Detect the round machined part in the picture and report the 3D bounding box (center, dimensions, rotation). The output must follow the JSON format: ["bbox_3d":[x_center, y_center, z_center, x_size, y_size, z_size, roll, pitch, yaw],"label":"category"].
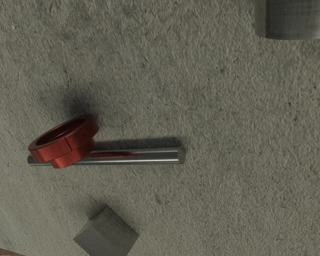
[{"bbox_3d":[-0.131,0.022,0.443,0.098,0.098,0.042,-12,112,33],"label":"round machined part"}]

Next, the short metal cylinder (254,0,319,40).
[{"bbox_3d":[0.117,-0.105,0.245,0.080,0.080,0.050,5,121,26],"label":"short metal cylinder"}]

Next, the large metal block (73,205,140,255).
[{"bbox_3d":[-0.099,0.200,0.567,0.080,0.050,0.080,45,129,-3],"label":"large metal block"}]

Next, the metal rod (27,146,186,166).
[{"bbox_3d":[-0.101,0.047,0.488,0.300,0.025,0.025,-5,116,30],"label":"metal rod"}]
